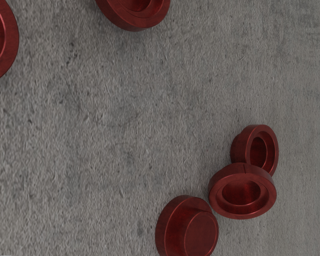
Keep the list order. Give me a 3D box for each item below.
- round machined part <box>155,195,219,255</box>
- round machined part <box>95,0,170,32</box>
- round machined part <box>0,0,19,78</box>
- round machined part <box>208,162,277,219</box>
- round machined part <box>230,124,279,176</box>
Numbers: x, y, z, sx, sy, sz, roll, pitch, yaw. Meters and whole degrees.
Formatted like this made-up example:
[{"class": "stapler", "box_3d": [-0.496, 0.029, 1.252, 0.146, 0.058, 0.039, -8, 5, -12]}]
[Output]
[{"class": "round machined part", "box_3d": [0.044, 0.145, 0.431, 0.099, 0.042, 0.097, 0, 90, -40]}, {"class": "round machined part", "box_3d": [-0.038, -0.162, 0.361, 0.099, 0.042, 0.097, 0, 90, -40]}, {"class": "round machined part", "box_3d": [-0.172, -0.076, 0.250, 0.099, 0.042, 0.097, 0, 90, -40]}, {"class": "round machined part", "box_3d": [0.123, 0.091, 0.473, 0.098, 0.098, 0.042, 54, 23, -26]}, {"class": "round machined part", "box_3d": [0.156, 0.043, 0.525, 0.099, 0.042, 0.097, 0, 90, -40]}]
